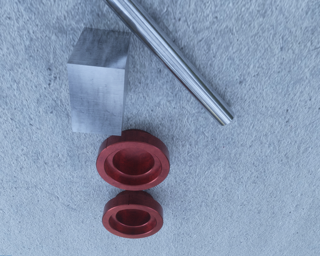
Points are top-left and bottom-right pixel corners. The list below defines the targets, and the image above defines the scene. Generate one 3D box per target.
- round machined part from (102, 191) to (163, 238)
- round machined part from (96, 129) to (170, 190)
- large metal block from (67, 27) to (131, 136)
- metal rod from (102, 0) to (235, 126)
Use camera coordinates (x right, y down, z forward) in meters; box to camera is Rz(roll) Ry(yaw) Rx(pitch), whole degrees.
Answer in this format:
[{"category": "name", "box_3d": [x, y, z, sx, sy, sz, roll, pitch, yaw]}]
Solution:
[{"category": "round machined part", "box_3d": [-0.044, 0.139, 0.514, 0.099, 0.042, 0.097, 0, 130, 0]}, {"category": "round machined part", "box_3d": [-0.036, 0.040, 0.429, 0.099, 0.042, 0.097, 0, 130, 0]}, {"category": "large metal block", "box_3d": [-0.061, -0.050, 0.328, 0.050, 0.080, 0.079, 5, 130, -5]}, {"category": "metal rod", "box_3d": [-0.012, -0.100, 0.321, 0.025, 0.025, 0.300, -33, 123, 24]}]
